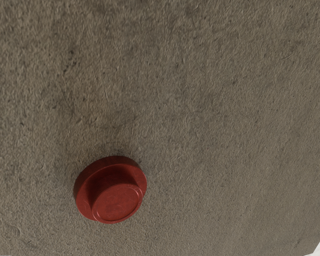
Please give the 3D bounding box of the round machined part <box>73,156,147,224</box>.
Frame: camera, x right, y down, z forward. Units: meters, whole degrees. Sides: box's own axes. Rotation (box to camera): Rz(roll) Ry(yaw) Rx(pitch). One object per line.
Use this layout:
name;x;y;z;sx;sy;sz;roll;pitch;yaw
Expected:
round machined part;-0.062;0.089;0.416;0.099;0.042;0.097;-14;124;-21
